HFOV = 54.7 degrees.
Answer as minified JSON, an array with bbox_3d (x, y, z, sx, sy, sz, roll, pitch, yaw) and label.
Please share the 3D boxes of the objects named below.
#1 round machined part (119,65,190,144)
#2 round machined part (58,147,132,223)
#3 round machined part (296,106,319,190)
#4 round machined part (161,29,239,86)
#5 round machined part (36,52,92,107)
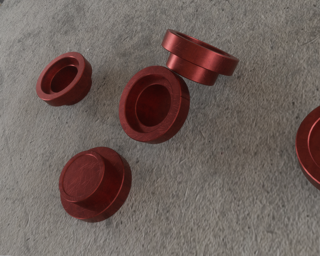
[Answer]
[{"bbox_3d":[-0.003,-0.027,0.399,0.098,0.042,0.098,-10,73,35],"label":"round machined part"},{"bbox_3d":[-0.089,0.068,0.399,0.098,0.042,0.098,-13,56,21],"label":"round machined part"},{"bbox_3d":[0.180,0.022,0.285,0.098,0.042,0.098,-13,56,21],"label":"round machined part"},{"bbox_3d":[0.047,-0.087,0.396,0.098,0.099,0.042,41,117,39],"label":"round machined part"},{"bbox_3d":[-0.155,-0.077,0.522,0.098,0.042,0.098,-13,56,21],"label":"round machined part"}]
